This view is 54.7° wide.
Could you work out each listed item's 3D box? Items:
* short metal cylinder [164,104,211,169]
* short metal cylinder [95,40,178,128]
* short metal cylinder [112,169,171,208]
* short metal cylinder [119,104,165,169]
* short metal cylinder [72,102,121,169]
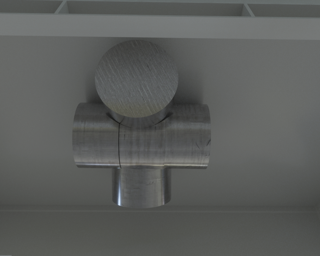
[{"bbox_3d":[0.031,0.010,0.380,0.050,0.080,0.079,1,130,-1],"label":"short metal cylinder"},{"bbox_3d":[-0.023,-0.044,0.324,0.081,0.080,0.050,1,168,-1],"label":"short metal cylinder"},{"bbox_3d":[-0.025,0.071,0.421,0.081,0.080,0.050,0,96,0],"label":"short metal cylinder"},{"bbox_3d":[-0.020,0.010,0.379,0.050,0.080,0.079,1,130,-1],"label":"short metal cylinder"},{"bbox_3d":[-0.071,0.009,0.378,0.050,0.080,0.079,1,130,-1],"label":"short metal cylinder"}]
